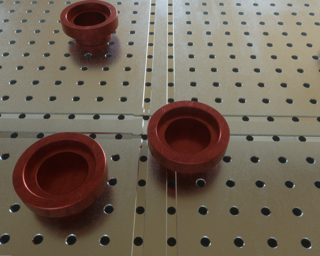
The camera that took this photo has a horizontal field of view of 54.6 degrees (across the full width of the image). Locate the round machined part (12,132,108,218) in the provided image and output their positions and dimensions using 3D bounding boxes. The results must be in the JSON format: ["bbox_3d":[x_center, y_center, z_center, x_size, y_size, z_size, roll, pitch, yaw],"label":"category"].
[{"bbox_3d":[-0.108,0.055,0.350,0.099,0.042,0.098,0,50,0],"label":"round machined part"}]

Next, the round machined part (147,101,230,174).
[{"bbox_3d":[0.034,0.015,0.384,0.099,0.042,0.098,0,50,0],"label":"round machined part"}]

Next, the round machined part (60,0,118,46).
[{"bbox_3d":[-0.123,-0.183,0.550,0.099,0.042,0.098,0,50,0],"label":"round machined part"}]
